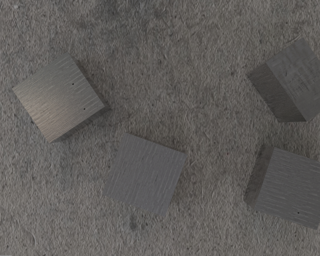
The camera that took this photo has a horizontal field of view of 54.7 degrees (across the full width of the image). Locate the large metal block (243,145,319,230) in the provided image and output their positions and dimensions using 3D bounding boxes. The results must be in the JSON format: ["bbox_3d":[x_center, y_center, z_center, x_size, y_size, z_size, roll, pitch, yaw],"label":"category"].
[{"bbox_3d":[0.164,0.073,0.399,0.080,0.050,0.080,18,90,0],"label":"large metal block"}]

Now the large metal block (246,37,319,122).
[{"bbox_3d":[0.161,-0.054,0.383,0.050,0.080,0.080,-35,90,0],"label":"large metal block"}]

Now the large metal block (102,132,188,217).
[{"bbox_3d":[-0.018,0.056,0.397,0.080,0.050,0.080,20,90,0],"label":"large metal block"}]

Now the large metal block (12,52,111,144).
[{"bbox_3d":[-0.122,-0.037,0.396,0.080,0.050,0.080,-34,90,0],"label":"large metal block"}]
